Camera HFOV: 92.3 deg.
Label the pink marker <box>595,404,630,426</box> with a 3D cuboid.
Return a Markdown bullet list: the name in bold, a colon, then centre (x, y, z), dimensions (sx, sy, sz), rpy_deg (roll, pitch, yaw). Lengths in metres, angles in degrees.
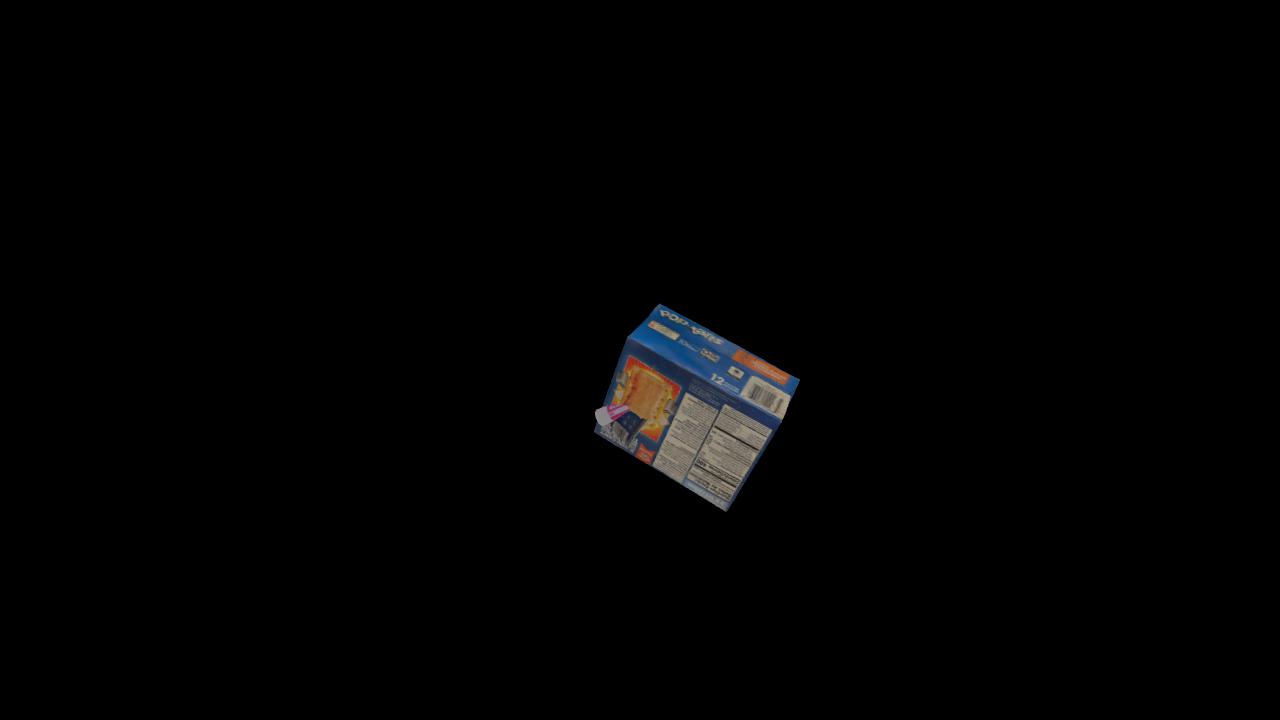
- **pink marker**: centre (0.009, 0.037, 0.631), dimensions (0.121, 0.020, 0.020), rpy_deg (-25, -8, 18)

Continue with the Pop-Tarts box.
- **Pop-Tarts box**: centre (0.055, 0.049, 0.642), dimensions (0.167, 0.141, 0.083), rpy_deg (30, 38, 12)

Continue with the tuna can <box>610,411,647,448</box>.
- **tuna can**: centre (0.006, 0.055, 0.668), dimensions (0.034, 0.084, 0.084), rpy_deg (42, 12, 14)
